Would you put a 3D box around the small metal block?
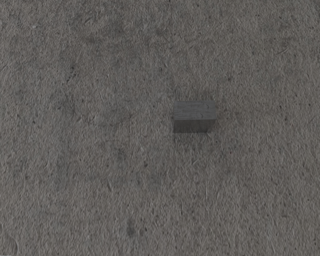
[{"bbox_3d":[0.043,-0.013,0.400,0.050,0.050,0.025,-1,70,0],"label":"small metal block"}]
